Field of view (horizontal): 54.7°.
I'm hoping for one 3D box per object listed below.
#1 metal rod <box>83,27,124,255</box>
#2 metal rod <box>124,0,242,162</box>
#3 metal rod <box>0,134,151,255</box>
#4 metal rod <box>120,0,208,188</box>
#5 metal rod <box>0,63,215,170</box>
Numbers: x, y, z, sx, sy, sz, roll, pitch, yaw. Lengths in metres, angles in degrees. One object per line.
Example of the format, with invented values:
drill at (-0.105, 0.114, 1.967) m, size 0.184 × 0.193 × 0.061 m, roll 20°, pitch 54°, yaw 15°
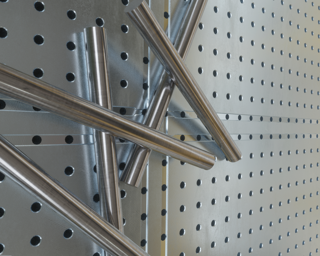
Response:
metal rod at (-0.062, 0.038, 0.358) m, size 0.025 × 0.025 × 0.298 m, roll -8°, pitch 95°, yaw -40°
metal rod at (0.048, -0.043, 0.424) m, size 0.300 × 0.025 × 0.025 m, roll 50°, pitch 60°, yaw -38°
metal rod at (-0.110, 0.058, 0.298) m, size 0.300 × 0.025 × 0.025 m, roll 47°, pitch 61°, yaw -23°
metal rod at (0.012, -0.066, 0.420) m, size 0.025 × 0.025 × 0.299 m, roll 33°, pitch 70°, yaw -36°
metal rod at (-0.042, -0.001, 0.341) m, size 0.302 × 0.025 × 0.025 m, roll 24°, pitch 75°, yaw -38°
